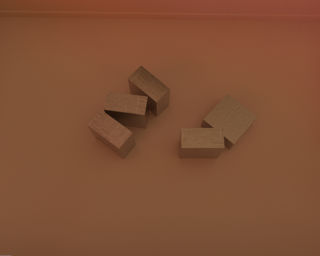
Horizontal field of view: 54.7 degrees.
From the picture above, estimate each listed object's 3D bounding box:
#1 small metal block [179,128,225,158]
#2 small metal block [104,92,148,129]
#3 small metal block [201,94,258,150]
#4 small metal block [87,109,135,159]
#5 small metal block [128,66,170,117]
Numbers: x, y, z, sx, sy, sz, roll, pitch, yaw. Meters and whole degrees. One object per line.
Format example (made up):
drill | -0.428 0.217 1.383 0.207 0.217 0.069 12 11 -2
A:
small metal block | 0.051 0.020 0.389 0.050 0.050 0.025 0 70 0
small metal block | -0.042 -0.022 0.404 0.050 0.050 0.025 8 70 3
small metal block | 0.092 -0.008 0.413 0.050 0.025 0.050 41 75 13
small metal block | -0.060 0.009 0.392 0.050 0.050 0.025 35 74 12
small metal block | -0.014 -0.048 0.414 0.050 0.050 0.025 41 75 13
